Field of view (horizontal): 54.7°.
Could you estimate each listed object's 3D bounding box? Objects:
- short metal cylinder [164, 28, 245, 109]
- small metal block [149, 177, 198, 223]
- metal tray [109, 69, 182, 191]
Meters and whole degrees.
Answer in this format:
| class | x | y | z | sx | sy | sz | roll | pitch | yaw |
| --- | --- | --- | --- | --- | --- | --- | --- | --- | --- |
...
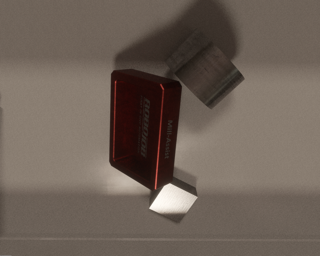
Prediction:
| class | x | y | z | sx | sy | sz | roll | pitch | yaw |
| --- | --- | --- | --- | --- | --- | --- | --- | --- | --- |
| short metal cylinder | 0.051 | -0.068 | 0.358 | 0.080 | 0.080 | 0.050 | 43 | 103 | -15 |
| small metal block | 0.019 | 0.101 | 0.449 | 0.050 | 0.025 | 0.050 | 28 | 107 | -10 |
| metal tray | -0.022 | 0.000 | 0.379 | 0.030 | 0.090 | 0.129 | -16 | 118 | -43 |
